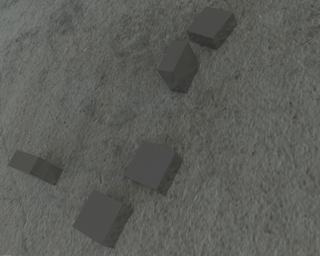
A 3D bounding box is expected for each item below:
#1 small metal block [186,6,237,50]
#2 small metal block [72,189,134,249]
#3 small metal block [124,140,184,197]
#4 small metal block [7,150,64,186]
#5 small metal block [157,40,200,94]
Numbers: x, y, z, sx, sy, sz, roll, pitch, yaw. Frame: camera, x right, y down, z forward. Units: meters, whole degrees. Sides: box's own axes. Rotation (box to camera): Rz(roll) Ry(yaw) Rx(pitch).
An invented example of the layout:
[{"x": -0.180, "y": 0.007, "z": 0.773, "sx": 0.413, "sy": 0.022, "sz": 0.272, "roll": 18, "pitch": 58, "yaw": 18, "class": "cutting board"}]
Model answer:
[{"x": 0.076, "y": -0.147, "z": 0.453, "sx": 0.050, "sy": 0.025, "sz": 0.050, "roll": 31, "pitch": 79, "yaw": 37, "class": "small metal block"}, {"x": -0.068, "y": 0.108, "z": 0.372, "sx": 0.050, "sy": 0.025, "sz": 0.050, "roll": 17, "pitch": 70, "yaw": 34, "class": "small metal block"}, {"x": -0.008, "y": 0.048, "z": 0.377, "sx": 0.050, "sy": 0.025, "sz": 0.050, "roll": 17, "pitch": 70, "yaw": 34, "class": "small metal block"}, {"x": -0.178, "y": 0.057, "z": 0.444, "sx": 0.050, "sy": 0.050, "sz": 0.025, "roll": 11, "pitch": 67, "yaw": 32, "class": "small metal block"}, {"x": 0.027, "y": -0.083, "z": 0.424, "sx": 0.025, "sy": 0.050, "sz": 0.050, "roll": 13, "pitch": 69, "yaw": 33, "class": "small metal block"}]
